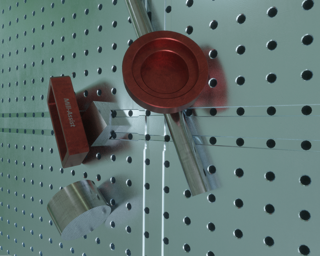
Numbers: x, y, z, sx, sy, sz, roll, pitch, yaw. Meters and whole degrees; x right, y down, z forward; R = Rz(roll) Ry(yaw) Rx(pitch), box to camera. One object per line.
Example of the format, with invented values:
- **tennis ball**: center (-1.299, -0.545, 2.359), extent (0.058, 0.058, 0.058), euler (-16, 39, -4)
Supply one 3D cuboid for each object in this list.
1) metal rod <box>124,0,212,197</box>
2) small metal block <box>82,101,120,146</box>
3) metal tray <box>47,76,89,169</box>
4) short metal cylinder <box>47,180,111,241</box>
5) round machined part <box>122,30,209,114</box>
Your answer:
- **metal rod**: center (0.003, -0.059, 0.404), extent (0.025, 0.025, 0.299), euler (-30, 72, 36)
- **small metal block**: center (-0.097, -0.007, 0.487), extent (0.050, 0.025, 0.050), euler (-48, 62, 29)
- **metal tray**: center (-0.154, -0.008, 0.506), extent (0.090, 0.030, 0.129), euler (-43, 61, 59)
- **short metal cylinder**: center (-0.123, 0.125, 0.472), extent (0.050, 0.081, 0.080), euler (50, 119, 28)
- **round machined part**: center (0.005, -0.063, 0.370), extent (0.042, 0.099, 0.098), euler (104, 149, -73)
